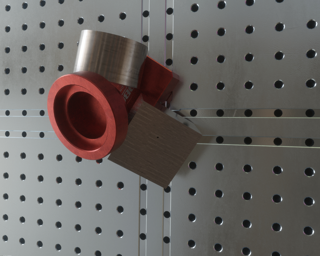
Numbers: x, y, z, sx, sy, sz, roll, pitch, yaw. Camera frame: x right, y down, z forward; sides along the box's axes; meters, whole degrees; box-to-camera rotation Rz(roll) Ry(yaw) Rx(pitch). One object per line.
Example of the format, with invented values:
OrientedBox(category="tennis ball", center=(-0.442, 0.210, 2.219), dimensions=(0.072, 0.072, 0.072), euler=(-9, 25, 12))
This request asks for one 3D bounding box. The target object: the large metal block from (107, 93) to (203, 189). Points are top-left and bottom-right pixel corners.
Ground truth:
OrientedBox(category="large metal block", center=(-0.008, 0.015, 0.382), dimensions=(0.080, 0.050, 0.080), euler=(30, 101, -14))

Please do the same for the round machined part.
OrientedBox(category="round machined part", center=(-0.076, -0.017, 0.350), dimensions=(0.098, 0.042, 0.097), euler=(12, 116, 27))

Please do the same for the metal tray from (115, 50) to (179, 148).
OrientedBox(category="metal tray", center=(-0.046, -0.040, 0.426), dimensions=(0.090, 0.030, 0.129), euler=(36, 101, 16))

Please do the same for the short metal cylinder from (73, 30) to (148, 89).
OrientedBox(category="short metal cylinder", center=(-0.059, -0.080, 0.371), dimensions=(0.080, 0.080, 0.050), euler=(14, 95, 19))

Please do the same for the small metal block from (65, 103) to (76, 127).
OrientedBox(category="small metal block", center=(-0.105, -0.027, 0.402), dimensions=(0.025, 0.050, 0.050), euler=(20, 97, 18))
